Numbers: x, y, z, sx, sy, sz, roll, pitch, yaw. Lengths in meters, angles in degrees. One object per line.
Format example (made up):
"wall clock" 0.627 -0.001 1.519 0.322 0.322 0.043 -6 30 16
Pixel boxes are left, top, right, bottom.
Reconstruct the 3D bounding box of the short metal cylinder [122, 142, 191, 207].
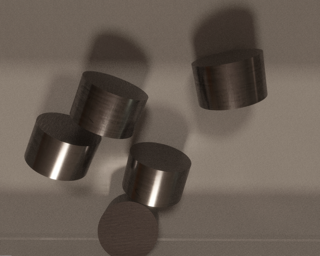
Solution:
"short metal cylinder" -0.005 0.058 0.404 0.081 0.080 0.050 12 110 -5

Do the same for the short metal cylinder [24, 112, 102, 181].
"short metal cylinder" -0.121 0.022 0.388 0.080 0.080 0.050 23 108 -9

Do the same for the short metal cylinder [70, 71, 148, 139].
"short metal cylinder" -0.061 -0.029 0.371 0.080 0.080 0.050 21 109 -8

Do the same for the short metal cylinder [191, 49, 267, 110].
"short metal cylinder" 0.081 -0.058 0.362 0.080 0.080 0.050 -12 110 4

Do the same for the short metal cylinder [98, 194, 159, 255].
"short metal cylinder" -0.042 0.136 0.435 0.081 0.050 0.079 0 91 0
